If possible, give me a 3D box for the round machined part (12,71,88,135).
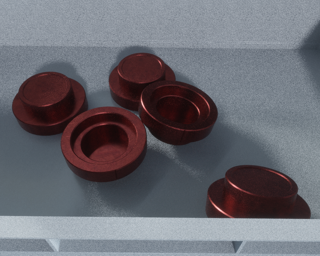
[{"bbox_3d":[-0.152,-0.040,0.426,0.099,0.042,0.098,0,50,0],"label":"round machined part"}]

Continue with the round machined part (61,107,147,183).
[{"bbox_3d":[-0.065,0.023,0.374,0.099,0.042,0.098,0,50,0],"label":"round machined part"}]

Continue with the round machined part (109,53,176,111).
[{"bbox_3d":[-0.026,-0.074,0.456,0.099,0.042,0.098,0,50,0],"label":"round machined part"}]

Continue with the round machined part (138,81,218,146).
[{"bbox_3d":[0.021,-0.016,0.398,0.099,0.042,0.098,9,42,-8],"label":"round machined part"}]

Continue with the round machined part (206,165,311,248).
[{"bbox_3d":[0.097,0.070,0.308,0.099,0.042,0.098,4,18,-1],"label":"round machined part"}]
